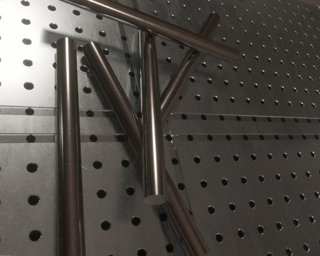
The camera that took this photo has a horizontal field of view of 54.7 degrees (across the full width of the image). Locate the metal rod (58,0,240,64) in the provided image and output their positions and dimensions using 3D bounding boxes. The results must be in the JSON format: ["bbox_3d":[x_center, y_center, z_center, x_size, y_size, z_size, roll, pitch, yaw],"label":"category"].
[{"bbox_3d":[-0.009,-0.151,0.459,0.302,0.025,0.025,13,56,-24],"label":"metal rod"}]

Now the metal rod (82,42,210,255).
[{"bbox_3d":[-0.025,0.016,0.385,0.025,0.025,0.299,-18,71,-35],"label":"metal rod"}]

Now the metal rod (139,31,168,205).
[{"bbox_3d":[-0.013,-0.045,0.407,0.025,0.025,0.300,13,49,-21],"label":"metal rod"}]

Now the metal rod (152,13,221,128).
[{"bbox_3d":[0.047,-0.106,0.500,0.025,0.025,0.301,34,51,-7],"label":"metal rod"}]

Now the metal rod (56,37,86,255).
[{"bbox_3d":[-0.100,0.021,0.342,0.025,0.025,0.299,4,60,-26],"label":"metal rod"}]
